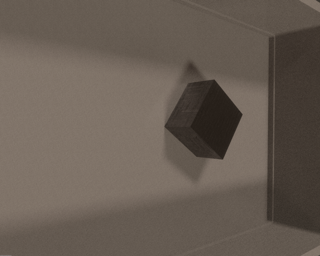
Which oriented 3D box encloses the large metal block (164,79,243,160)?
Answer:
[{"bbox_3d":[0.065,-0.011,0.447,0.080,0.050,0.080,43,64,-32],"label":"large metal block"}]
